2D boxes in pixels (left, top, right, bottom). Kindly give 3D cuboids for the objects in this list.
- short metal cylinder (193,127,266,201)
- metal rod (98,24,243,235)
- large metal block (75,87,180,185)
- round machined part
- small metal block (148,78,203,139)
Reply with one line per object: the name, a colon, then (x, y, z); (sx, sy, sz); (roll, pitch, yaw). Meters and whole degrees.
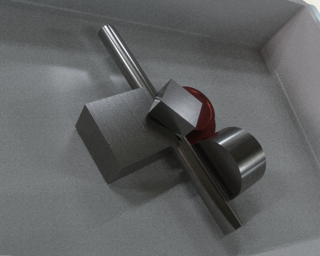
short metal cylinder: (0.083, 0.044, 0.388); (0.050, 0.080, 0.080); (-23, 74, -37)
metal rod: (0.006, -0.008, 0.386); (0.025, 0.025, 0.299); (-23, 74, -37)
large metal block: (-0.039, 0.007, 0.361); (0.081, 0.050, 0.080); (-23, 74, -36)
round machined part: (0.035, -0.018, 0.424); (0.099, 0.042, 0.098); (14, 56, -21)
small metal block: (0.020, -0.024, 0.368); (0.050, 0.025, 0.050); (37, 39, -12)
